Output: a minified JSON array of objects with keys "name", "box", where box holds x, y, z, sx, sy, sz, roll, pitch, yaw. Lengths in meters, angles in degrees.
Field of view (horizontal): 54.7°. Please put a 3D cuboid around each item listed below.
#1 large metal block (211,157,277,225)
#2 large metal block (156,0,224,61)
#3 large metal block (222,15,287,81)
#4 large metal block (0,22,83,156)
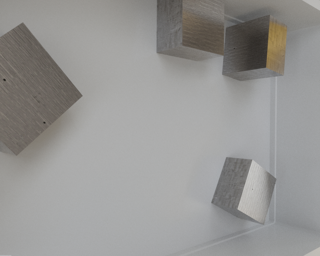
[{"name":"large metal block","box":[0.139,0.102,0.507,0.080,0.050,0.080,35,69,-35]},{"name":"large metal block","box":[0.043,-0.141,0.425,0.081,0.050,0.080,1,90,-40]},{"name":"large metal block","box":[0.151,-0.124,0.496,0.050,0.080,0.080,9,84,-40]},{"name":"large metal block","box":[-0.133,-0.033,0.278,0.080,0.050,0.080,-50,120,-28]}]
